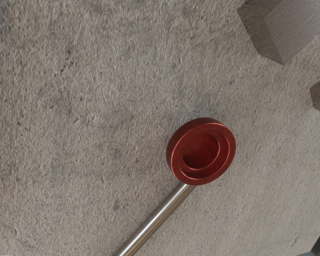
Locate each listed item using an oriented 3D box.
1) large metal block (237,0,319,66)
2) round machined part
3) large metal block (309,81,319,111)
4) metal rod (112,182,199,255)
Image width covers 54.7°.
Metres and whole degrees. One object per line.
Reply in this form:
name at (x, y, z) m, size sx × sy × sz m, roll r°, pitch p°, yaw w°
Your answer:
large metal block at (0.157, -0.141, 0.392) m, size 0.080 × 0.050 × 0.080 m, roll -43°, pitch 130°, yaw 1°
round machined part at (0.054, 0.029, 0.440) m, size 0.099 × 0.042 × 0.097 m, roll -9°, pitch 117°, yaw -18°
large metal block at (0.313, -0.057, 0.511) m, size 0.080 × 0.080 × 0.050 m, roll -39°, pitch 130°, yaw -3°
metal rod at (0.000, 0.140, 0.495) m, size 0.299 × 0.025 × 0.025 m, roll -48°, pitch 129°, yaw 6°
